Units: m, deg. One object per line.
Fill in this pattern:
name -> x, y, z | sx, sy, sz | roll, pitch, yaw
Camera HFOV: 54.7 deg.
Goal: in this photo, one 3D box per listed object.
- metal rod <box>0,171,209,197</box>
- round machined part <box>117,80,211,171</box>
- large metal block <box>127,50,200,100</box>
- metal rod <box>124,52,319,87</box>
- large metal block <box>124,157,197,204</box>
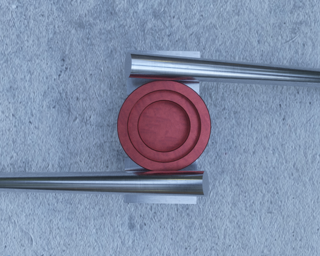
metal rod -> -0.095, 0.063, 0.354 | 0.301, 0.025, 0.025 | -4, 90, 22
round machined part -> 0.004, -0.002, 0.344 | 0.099, 0.042, 0.097 | 0, 90, -1
large metal block -> 0.004, -0.061, 0.384 | 0.081, 0.080, 0.050 | 1, 90, -1
metal rod -> 0.109, -0.063, 0.359 | 0.303, 0.025, 0.025 | -1, 90, -22
large metal block -> 0.001, 0.059, 0.384 | 0.081, 0.080, 0.050 | 1, 90, -1
